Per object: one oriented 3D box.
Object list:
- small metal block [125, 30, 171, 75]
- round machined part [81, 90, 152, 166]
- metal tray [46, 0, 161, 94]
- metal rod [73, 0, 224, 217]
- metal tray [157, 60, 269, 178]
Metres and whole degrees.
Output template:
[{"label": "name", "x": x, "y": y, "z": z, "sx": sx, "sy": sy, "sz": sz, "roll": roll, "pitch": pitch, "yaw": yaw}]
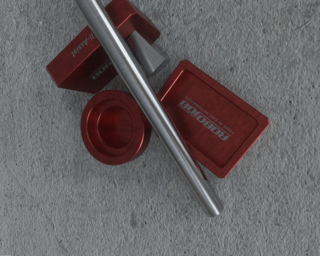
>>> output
[{"label": "small metal block", "x": -0.015, "y": -0.096, "z": 0.396, "sx": 0.050, "sy": 0.050, "sz": 0.025, "roll": 45, "pitch": 107, "yaw": -1}, {"label": "round machined part", "x": -0.054, "y": -0.001, "z": 0.415, "sx": 0.098, "sy": 0.042, "sz": 0.097, "roll": 2, "pitch": 94, "yaw": 25}, {"label": "metal tray", "x": -0.069, "y": -0.100, "z": 0.398, "sx": 0.130, "sy": 0.090, "sz": 0.030, "roll": -39, "pitch": 78, "yaw": 15}, {"label": "metal rod", "x": -0.008, "y": -0.021, "z": 0.355, "sx": 0.025, "sy": 0.025, "sz": 0.299, "roll": -28, "pitch": 103, "yaw": 18}, {"label": "metal tray", "x": 0.056, "y": -0.012, "z": 0.387, "sx": 0.130, "sy": 0.030, "sz": 0.090, "roll": 39, "pitch": 102, "yaw": 15}]
